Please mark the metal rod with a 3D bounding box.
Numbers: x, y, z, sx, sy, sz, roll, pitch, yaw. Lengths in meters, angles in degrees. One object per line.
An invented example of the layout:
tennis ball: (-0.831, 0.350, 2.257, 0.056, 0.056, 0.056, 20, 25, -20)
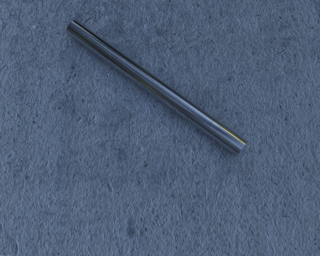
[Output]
metal rod: (-0.012, -0.061, 0.430, 0.300, 0.025, 0.025, 37, 74, 12)
